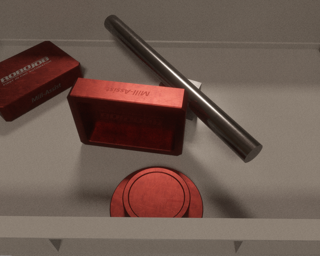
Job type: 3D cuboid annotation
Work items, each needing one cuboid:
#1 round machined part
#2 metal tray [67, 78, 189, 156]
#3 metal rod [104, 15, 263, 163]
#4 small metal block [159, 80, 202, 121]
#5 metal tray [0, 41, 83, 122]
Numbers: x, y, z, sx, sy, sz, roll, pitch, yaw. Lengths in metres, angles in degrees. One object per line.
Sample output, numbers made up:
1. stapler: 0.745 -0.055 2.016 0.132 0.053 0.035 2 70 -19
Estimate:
1. round machined part: -0.004 0.081 0.326 0.099 0.042 0.098 0 50 0
2. metal tray: -0.035 -0.011 0.371 0.131 0.089 0.030 7 51 5
3. metal rod: 0.011 -0.068 0.396 0.025 0.025 0.300 -28 55 -22
4. small metal block: 0.027 -0.042 0.425 0.050 0.050 0.025 18 52 14
5. metal tray: -0.195 -0.075 0.462 0.090 0.030 0.131 37 59 26
